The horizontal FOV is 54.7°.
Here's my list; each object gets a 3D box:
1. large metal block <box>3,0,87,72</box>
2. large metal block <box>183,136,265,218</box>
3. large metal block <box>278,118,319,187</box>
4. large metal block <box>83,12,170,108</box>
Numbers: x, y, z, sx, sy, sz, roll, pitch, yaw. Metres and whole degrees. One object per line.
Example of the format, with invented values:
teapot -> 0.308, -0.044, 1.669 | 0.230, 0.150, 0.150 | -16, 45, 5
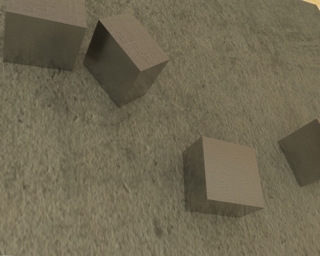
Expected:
large metal block -> -0.138, -0.116, 0.366 | 0.081, 0.080, 0.050 | 4, 60, -27
large metal block -> 0.078, 0.064, 0.393 | 0.081, 0.050, 0.080 | 13, 56, -21
large metal block -> 0.246, 0.037, 0.481 | 0.050, 0.080, 0.080 | -6, 65, -31
large metal block -> -0.046, -0.086, 0.397 | 0.050, 0.080, 0.080 | -32, 80, -38
